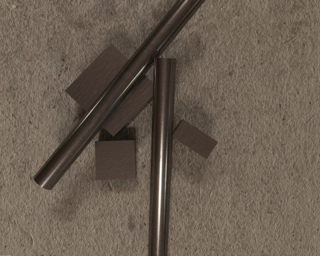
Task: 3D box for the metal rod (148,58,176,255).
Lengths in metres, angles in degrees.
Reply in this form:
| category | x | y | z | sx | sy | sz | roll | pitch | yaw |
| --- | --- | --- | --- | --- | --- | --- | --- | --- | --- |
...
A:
| category | x | y | z | sx | sy | sz | roll | pitch | yaw |
| --- | --- | --- | --- | --- | --- | --- | --- | --- | --- |
| metal rod | 0.001 | 0.067 | 0.379 | 0.025 | 0.025 | 0.298 | 2 | 102 | -1 |

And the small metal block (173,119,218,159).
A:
| category | x | y | z | sx | sy | sz | roll | pitch | yaw |
| --- | --- | --- | --- | --- | --- | --- | --- | --- | --- |
| small metal block | 0.042 | 0.013 | 0.398 | 0.050 | 0.050 | 0.025 | 33 | 90 | -1 |

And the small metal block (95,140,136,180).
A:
| category | x | y | z | sx | sy | sz | roll | pitch | yaw |
| --- | --- | --- | --- | --- | --- | --- | --- | --- | --- |
| small metal block | -0.058 | 0.041 | 0.409 | 0.050 | 0.025 | 0.050 | -2 | 90 | -1 |

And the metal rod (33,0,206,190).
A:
| category | x | y | z | sx | sy | sz | roll | pitch | yaw |
| --- | --- | --- | --- | --- | --- | --- | --- | --- | --- |
| metal rod | -0.041 | -0.053 | 0.359 | 0.025 | 0.025 | 0.300 | 39 | 89 | -1 |

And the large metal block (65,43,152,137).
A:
| category | x | y | z | sx | sy | sz | roll | pitch | yaw |
| --- | --- | --- | --- | --- | --- | --- | --- | --- | --- |
| large metal block | -0.057 | -0.046 | 0.397 | 0.080 | 0.050 | 0.080 | 44 | 90 | -1 |
